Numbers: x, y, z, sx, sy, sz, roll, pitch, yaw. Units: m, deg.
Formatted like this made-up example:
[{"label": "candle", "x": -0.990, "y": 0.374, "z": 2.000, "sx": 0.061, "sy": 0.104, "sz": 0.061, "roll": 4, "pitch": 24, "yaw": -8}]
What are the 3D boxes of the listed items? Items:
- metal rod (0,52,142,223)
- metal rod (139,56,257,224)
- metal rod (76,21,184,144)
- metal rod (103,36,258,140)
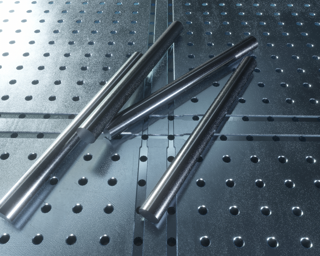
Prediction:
[{"label": "metal rod", "x": -0.100, "y": -0.010, "z": 0.415, "sx": 0.025, "sy": 0.025, "sz": 0.301, "roll": 21, "pitch": 53, "yaw": 17}, {"label": "metal rod", "x": 0.065, "y": -0.005, "z": 0.412, "sx": 0.025, "sy": 0.025, "sz": 0.301, "roll": 25, "pitch": 54, "yaw": 19}, {"label": "metal rod", "x": -0.028, "y": -0.087, "z": 0.461, "sx": 0.025, "sy": 0.025, "sz": 0.301, "roll": 18, "pitch": 46, "yaw": 15}, {"label": "metal rod", "x": 0.043, "y": -0.071, "z": 0.467, "sx": 0.302, "sy": 0.025, "sz": 0.025, "roll": -33, "pitch": 58, "yaw": -25}]
